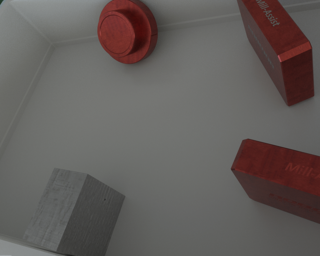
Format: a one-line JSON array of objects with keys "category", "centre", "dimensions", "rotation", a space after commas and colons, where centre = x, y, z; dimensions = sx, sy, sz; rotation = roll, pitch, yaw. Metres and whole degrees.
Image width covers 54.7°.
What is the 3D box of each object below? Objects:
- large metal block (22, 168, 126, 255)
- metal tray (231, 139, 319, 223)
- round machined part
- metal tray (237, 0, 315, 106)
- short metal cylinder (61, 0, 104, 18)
[{"category": "large metal block", "centre": [-0.093, 0.101, 0.356], "dimensions": [0.050, 0.080, 0.080], "rotation": [4, 64, 30]}, {"category": "metal tray", "centre": [0.134, 0.055, 0.259], "dimensions": [0.130, 0.090, 0.030], "rotation": [15, 70, 34]}, {"category": "round machined part", "centre": [-0.056, -0.146, 0.474], "dimensions": [0.098, 0.097, 0.042], "rotation": [5, 26, 30]}, {"category": "metal tray", "centre": [0.130, -0.100, 0.356], "dimensions": [0.030, 0.090, 0.130], "rotation": [-24, 53, 13]}, {"category": "short metal cylinder", "centre": [-0.163, -0.278, 0.646], "dimensions": [0.080, 0.050, 0.080], "rotation": [-13, 57, 20]}]
